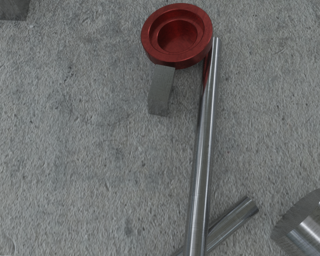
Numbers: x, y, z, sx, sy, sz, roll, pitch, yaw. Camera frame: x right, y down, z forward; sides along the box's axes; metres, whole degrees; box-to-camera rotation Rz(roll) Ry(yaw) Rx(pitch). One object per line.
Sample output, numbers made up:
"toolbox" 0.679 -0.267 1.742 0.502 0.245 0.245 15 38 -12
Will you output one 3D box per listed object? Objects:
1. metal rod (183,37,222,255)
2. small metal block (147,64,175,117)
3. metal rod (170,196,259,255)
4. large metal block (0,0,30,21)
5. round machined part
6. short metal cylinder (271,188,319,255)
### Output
"metal rod" 0.057 0.008 0.391 0.025 0.025 0.299 8 65 2
"small metal block" 0.002 -0.048 0.413 0.025 0.050 0.050 12 71 4
"metal rod" -0.010 0.176 0.343 0.301 0.025 0.025 -35 74 -12
"large metal block" -0.232 -0.217 0.455 0.050 0.080 0.080 1 70 0
"round machined part" 0.025 -0.124 0.438 0.098 0.042 0.098 -4 68 10
"short metal cylinder" 0.170 0.113 0.340 0.080 0.080 0.050 -42 76 -14
